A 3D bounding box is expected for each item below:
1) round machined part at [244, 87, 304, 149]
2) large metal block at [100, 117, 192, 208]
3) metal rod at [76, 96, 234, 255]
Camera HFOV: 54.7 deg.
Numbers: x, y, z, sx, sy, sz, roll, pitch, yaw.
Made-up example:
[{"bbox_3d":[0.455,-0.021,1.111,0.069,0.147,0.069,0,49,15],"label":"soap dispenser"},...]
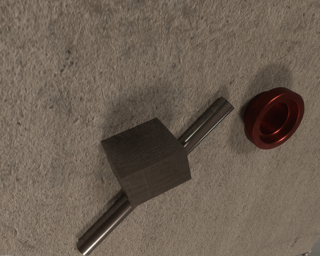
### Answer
[{"bbox_3d":[0.170,-0.019,0.480,0.099,0.042,0.097,-14,125,-21],"label":"round machined part"},{"bbox_3d":[-0.018,0.040,0.387,0.081,0.080,0.050,-24,127,-15],"label":"large metal block"},{"bbox_3d":[-0.009,0.071,0.447,0.300,0.025,0.025,-46,130,3],"label":"metal rod"}]
